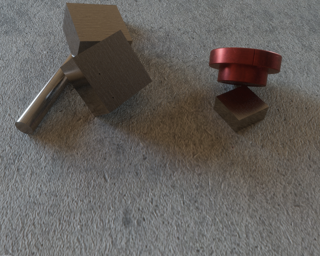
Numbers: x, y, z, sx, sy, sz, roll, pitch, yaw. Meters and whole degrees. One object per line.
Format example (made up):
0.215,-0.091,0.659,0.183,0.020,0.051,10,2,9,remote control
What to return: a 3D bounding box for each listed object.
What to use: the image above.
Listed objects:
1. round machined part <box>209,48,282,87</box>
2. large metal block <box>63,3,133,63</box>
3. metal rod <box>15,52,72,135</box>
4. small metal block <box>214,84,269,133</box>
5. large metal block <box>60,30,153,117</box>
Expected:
0.119,-0.083,0.440,0.099,0.098,0.042,7,95,6,round machined part
-0.100,-0.147,0.486,0.081,0.050,0.080,-10,63,-29,large metal block
-0.135,-0.110,0.494,0.025,0.025,0.300,13,51,10,metal rod
0.111,-0.028,0.427,0.050,0.025,0.050,-23,54,-18,small metal block
-0.071,-0.073,0.420,0.080,0.080,0.050,-42,19,-29,large metal block
